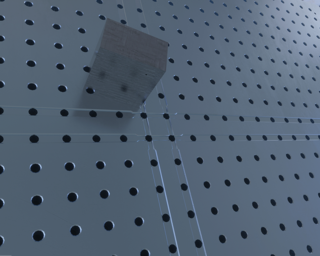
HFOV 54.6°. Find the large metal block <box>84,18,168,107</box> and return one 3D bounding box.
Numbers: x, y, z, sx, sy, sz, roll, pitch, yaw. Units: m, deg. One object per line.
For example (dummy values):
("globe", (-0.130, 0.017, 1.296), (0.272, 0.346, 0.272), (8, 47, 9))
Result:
("large metal block", (-0.044, -0.080, 0.397), (0.080, 0.080, 0.050), (17, 55, -19))
